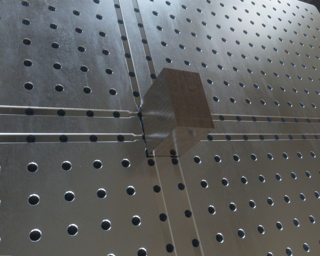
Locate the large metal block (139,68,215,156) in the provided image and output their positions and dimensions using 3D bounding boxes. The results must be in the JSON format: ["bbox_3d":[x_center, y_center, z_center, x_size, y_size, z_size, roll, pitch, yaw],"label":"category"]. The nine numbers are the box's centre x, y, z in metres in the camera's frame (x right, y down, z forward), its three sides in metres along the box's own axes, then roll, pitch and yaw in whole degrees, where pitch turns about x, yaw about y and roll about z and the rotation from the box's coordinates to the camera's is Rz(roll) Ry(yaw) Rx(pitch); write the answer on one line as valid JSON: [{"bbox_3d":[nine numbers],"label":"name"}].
[{"bbox_3d":[0.017,-0.017,0.393,0.050,0.080,0.080,3,60,-27],"label":"large metal block"}]
